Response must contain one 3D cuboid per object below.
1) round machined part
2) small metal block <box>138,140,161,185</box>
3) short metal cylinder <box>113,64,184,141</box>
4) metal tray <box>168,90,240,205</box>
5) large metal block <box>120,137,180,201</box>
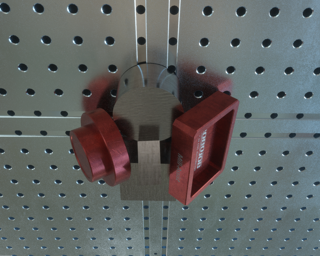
[{"bbox_3d":[-0.078,0.028,0.381,0.042,0.098,0.097,-22,136,-26],"label":"round machined part"},{"bbox_3d":[-0.013,0.043,0.376,0.025,0.050,0.050,-2,172,-2],"label":"small metal block"},{"bbox_3d":[-0.013,-0.029,0.369,0.081,0.050,0.079,0,130,0],"label":"short metal cylinder"},{"bbox_3d":[0.054,0.027,0.394,0.030,0.091,0.129,32,139,31],"label":"metal tray"},{"bbox_3d":[-0.015,0.060,0.446,0.081,0.050,0.079,2,130,-2],"label":"large metal block"}]
